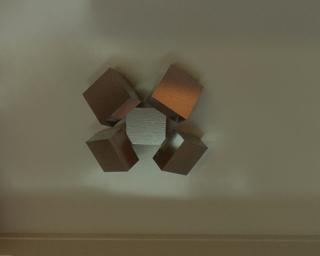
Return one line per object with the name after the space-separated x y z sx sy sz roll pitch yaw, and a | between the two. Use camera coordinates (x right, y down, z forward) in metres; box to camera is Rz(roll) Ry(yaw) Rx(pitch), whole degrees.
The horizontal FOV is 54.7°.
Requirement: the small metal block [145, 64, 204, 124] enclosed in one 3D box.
0.018 -0.041 0.381 0.050 0.025 0.050 33 69 -12 | small metal block

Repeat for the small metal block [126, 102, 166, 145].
-0.018 -0.006 0.406 0.050 0.025 0.050 1 110 -1 | small metal block

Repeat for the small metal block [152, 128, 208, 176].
0.027 0.033 0.410 0.050 0.025 0.050 19 113 -44 | small metal block

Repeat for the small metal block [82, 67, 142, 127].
-0.060 -0.037 0.381 0.050 0.025 0.050 -41 68 14 | small metal block

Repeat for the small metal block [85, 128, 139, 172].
-0.063 0.030 0.407 0.050 0.025 0.050 -9 116 44 | small metal block
